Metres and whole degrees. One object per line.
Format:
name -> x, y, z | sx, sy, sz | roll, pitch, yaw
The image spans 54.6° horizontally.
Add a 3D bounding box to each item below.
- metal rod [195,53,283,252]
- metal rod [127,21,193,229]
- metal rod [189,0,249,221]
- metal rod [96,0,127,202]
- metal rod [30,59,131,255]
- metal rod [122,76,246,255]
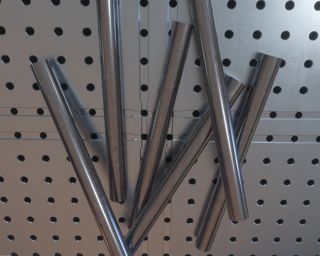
metal rod -> 0.102, 0.047, 0.431 | 0.025, 0.025, 0.298 | 13, 110, -5
metal rod -> -0.004, 0.012, 0.417 | 0.025, 0.025, 0.298 | 12, 110, -5
metal rod -> 0.070, -0.031, 0.373 | 0.025, 0.025, 0.298 | -11, 99, 4
metal rod -> -0.061, -0.039, 0.398 | 0.025, 0.025, 0.298 | 0, 110, 0
metal rod -> -0.096, 0.058, 0.403 | 0.025, 0.025, 0.299 | -20, 98, 7
metal rod -> 0.020, 0.065, 0.420 | 0.025, 0.025, 0.299 | 30, 101, -10
